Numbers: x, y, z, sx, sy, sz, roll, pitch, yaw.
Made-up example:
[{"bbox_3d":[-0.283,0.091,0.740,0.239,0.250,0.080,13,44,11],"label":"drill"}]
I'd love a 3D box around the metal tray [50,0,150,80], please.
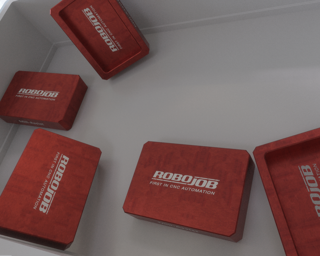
[{"bbox_3d":[-0.087,-0.149,0.471,0.090,0.130,0.030,-30,29,14],"label":"metal tray"}]

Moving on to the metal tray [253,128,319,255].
[{"bbox_3d":[0.149,0.066,0.283,0.090,0.030,0.130,-19,54,16],"label":"metal tray"}]

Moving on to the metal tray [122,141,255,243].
[{"bbox_3d":[0.031,0.065,0.346,0.130,0.030,0.090,4,63,30],"label":"metal tray"}]

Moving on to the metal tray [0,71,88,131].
[{"bbox_3d":[-0.198,-0.048,0.519,0.130,0.030,0.090,7,64,17],"label":"metal tray"}]

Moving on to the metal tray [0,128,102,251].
[{"bbox_3d":[-0.134,0.071,0.380,0.030,0.091,0.130,125,161,-49],"label":"metal tray"}]
